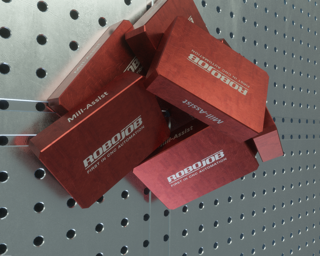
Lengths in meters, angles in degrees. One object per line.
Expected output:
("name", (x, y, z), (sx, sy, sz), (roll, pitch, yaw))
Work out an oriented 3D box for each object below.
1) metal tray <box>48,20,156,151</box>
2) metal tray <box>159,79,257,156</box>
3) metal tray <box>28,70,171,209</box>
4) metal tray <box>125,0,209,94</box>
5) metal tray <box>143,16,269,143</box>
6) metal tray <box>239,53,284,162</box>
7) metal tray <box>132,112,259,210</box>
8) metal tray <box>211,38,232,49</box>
("metal tray", (-0.052, -0.049, 0.360), (0.090, 0.030, 0.130), (46, 62, -30))
("metal tray", (0.068, -0.008, 0.424), (0.130, 0.090, 0.030), (51, 60, -27))
("metal tray", (-0.056, 0.011, 0.329), (0.131, 0.030, 0.090), (-40, 131, -20))
("metal tray", (0.018, -0.114, 0.395), (0.090, 0.030, 0.130), (56, 44, -27))
("metal tray", (0.056, -0.052, 0.337), (0.131, 0.030, 0.090), (28, 57, -16))
("metal tray", (0.126, -0.028, 0.428), (0.090, 0.030, 0.130), (46, 25, -53))
("metal tray", (0.043, 0.041, 0.383), (0.090, 0.130, 0.030), (51, 18, -29))
("metal tray", (0.094, -0.063, 0.454), (0.131, 0.030, 0.090), (19, 77, -59))
